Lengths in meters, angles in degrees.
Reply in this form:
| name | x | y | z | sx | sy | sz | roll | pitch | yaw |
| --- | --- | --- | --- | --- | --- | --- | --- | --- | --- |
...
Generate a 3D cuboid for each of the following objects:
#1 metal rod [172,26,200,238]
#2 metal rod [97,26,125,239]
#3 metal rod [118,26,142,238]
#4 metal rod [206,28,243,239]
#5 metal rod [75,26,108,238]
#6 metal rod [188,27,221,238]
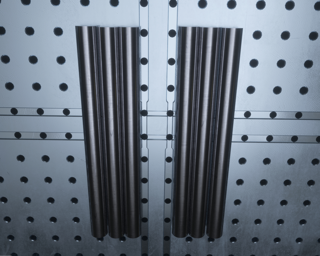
| name | x | y | z | sx | sy | sz | roll | pitch | yaw |
| --- | --- | --- | --- | --- | --- | --- | --- | --- | --- |
| metal rod | 0.033 | 0.019 | 0.420 | 0.025 | 0.025 | 0.298 | 1 | 110 | 0 |
| metal rod | -0.064 | 0.020 | 0.419 | 0.025 | 0.025 | 0.298 | 1 | 110 | 0 |
| metal rod | -0.039 | 0.020 | 0.420 | 0.025 | 0.025 | 0.298 | 1 | 110 | 0 |
| metal rod | 0.084 | 0.020 | 0.421 | 0.025 | 0.025 | 0.298 | 1 | 110 | 0 |
| metal rod | -0.089 | 0.019 | 0.419 | 0.025 | 0.025 | 0.298 | 1 | 110 | 0 |
| metal rod | 0.058 | 0.020 | 0.420 | 0.025 | 0.025 | 0.298 | 1 | 110 | 0 |
